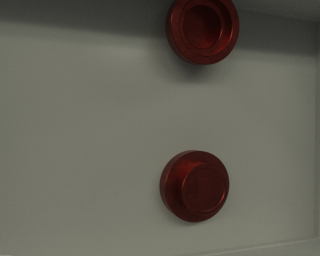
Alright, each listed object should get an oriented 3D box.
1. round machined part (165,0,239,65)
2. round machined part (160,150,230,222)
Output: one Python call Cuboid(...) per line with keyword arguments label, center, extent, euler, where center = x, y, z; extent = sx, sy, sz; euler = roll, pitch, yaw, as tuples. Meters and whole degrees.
Cuboid(label="round machined part", center=(0.053, -0.134, 0.415), extent=(0.099, 0.042, 0.097), euler=(-4, 100, -20))
Cuboid(label="round machined part", center=(0.053, 0.080, 0.421), extent=(0.099, 0.042, 0.097), euler=(0, 90, -20))
